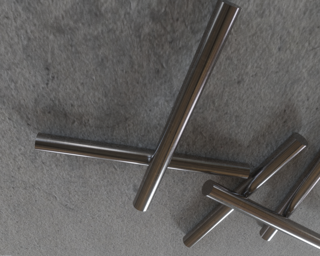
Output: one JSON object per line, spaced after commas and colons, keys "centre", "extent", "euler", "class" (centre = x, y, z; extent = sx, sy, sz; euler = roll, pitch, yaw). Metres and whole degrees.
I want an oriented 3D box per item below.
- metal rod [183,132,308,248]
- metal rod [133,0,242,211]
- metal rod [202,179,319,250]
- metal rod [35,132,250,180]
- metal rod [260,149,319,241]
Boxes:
{"centre": [0.123, 0.116, 0.507], "extent": [0.025, 0.025, 0.298], "euler": [21, 127, -18], "class": "metal rod"}
{"centre": [0.020, -0.005, 0.381], "extent": [0.025, 0.025, 0.298], "euler": [15, 122, -13], "class": "metal rod"}
{"centre": [0.191, 0.152, 0.505], "extent": [0.301, 0.025, 0.025], "euler": [28, 124, -23], "class": "metal rod"}
{"centre": [-0.018, 0.041, 0.442], "extent": [0.302, 0.025, 0.025], "euler": [9, 130, -8], "class": "metal rod"}
{"centre": [0.227, 0.089, 0.486], "extent": [0.025, 0.025, 0.298], "euler": [8, 130, -7], "class": "metal rod"}
